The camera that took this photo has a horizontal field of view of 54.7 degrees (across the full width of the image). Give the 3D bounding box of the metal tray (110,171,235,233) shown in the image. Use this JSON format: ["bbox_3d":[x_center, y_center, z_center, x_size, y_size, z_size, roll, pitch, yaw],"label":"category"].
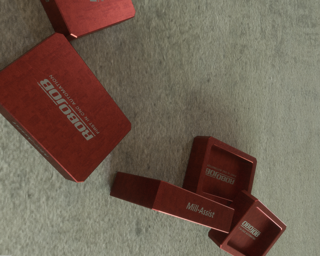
[{"bbox_3d":[0.017,0.091,0.378,0.131,0.090,0.030,29,72,-37],"label":"metal tray"}]

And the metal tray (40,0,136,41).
[{"bbox_3d":[-0.089,-0.167,0.327,0.091,0.030,0.129,-35,112,-35],"label":"metal tray"}]

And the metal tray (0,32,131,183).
[{"bbox_3d":[-0.099,-0.019,0.320,0.090,0.030,0.130,-50,120,-28],"label":"metal tray"}]

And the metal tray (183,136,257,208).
[{"bbox_3d":[0.098,0.074,0.486,0.131,0.030,0.090,24,75,-38],"label":"metal tray"}]

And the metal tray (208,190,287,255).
[{"bbox_3d":[0.144,0.165,0.498,0.090,0.030,0.130,-51,128,-3],"label":"metal tray"}]
